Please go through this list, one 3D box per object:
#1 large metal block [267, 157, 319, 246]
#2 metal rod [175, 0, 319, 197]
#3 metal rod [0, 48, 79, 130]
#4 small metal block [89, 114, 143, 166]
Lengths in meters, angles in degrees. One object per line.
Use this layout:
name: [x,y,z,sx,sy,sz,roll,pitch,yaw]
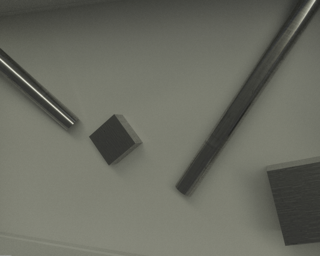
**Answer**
large metal block: [0.168,0.076,0.338,0.080,0.050,0.080,-14,86,19]
metal rod: [0.108,-0.044,0.372,0.025,0.025,0.299,35,101,16]
metal rod: [-0.234,-0.107,0.420,0.025,0.025,0.300,-42,105,15]
small metal block: [-0.061,0.016,0.431,0.050,0.025,0.050,-40,78,15]
